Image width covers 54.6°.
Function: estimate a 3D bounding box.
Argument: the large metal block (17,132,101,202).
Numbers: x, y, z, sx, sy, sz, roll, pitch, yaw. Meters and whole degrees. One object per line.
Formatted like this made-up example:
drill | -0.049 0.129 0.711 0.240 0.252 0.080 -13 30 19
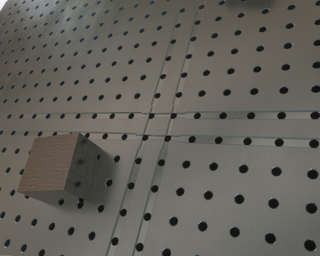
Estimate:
large metal block | -0.138 0.057 0.431 0.080 0.050 0.080 -7 59 24
